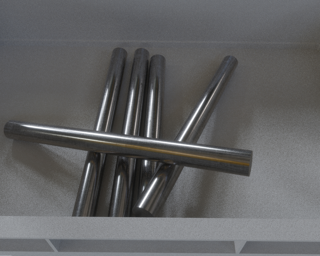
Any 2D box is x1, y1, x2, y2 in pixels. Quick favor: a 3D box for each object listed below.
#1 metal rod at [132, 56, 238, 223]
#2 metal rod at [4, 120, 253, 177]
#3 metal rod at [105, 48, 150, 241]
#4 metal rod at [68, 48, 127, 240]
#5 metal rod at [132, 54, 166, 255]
[{"bbox_3d":[0.048,-0.010,0.396,0.025,0.025,0.301,20,47,16],"label":"metal rod"},{"bbox_3d":[-0.053,0.018,0.347,0.301,0.025,0.025,7,49,21],"label":"metal rod"},{"bbox_3d":[-0.036,-0.005,0.408,0.025,0.025,0.300,2,50,1],"label":"metal rod"},{"bbox_3d":[-0.073,-0.006,0.409,0.025,0.025,0.300,2,50,2],"label":"metal rod"},{"bbox_3d":[-0.009,0.007,0.398,0.025,0.025,0.300,2,50,1],"label":"metal rod"}]
